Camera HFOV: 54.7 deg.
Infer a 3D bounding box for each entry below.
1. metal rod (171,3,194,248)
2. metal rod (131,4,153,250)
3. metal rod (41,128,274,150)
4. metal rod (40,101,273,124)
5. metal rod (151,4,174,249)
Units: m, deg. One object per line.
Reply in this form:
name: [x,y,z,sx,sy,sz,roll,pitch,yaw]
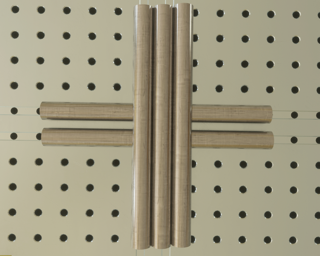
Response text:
metal rod: [0.028,-0.003,0.389,0.025,0.025,0.298,1,90,-1]
metal rod: [-0.022,-0.001,0.388,0.025,0.025,0.298,1,90,-1]
metal rod: [-0.002,0.014,0.414,0.302,0.025,0.025,1,90,-1]
metal rod: [-0.004,-0.021,0.413,0.302,0.025,0.025,1,90,-1]
metal rod: [0.003,-0.002,0.389,0.025,0.025,0.298,1,90,-1]
